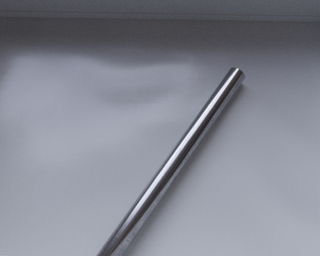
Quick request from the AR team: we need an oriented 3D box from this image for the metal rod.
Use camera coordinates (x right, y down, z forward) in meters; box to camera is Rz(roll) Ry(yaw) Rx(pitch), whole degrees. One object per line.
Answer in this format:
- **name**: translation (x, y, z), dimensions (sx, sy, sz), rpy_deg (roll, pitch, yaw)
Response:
- **metal rod**: translation (0.023, 0.038, 0.395), dimensions (0.025, 0.025, 0.300), rpy_deg (34, 73, 11)
